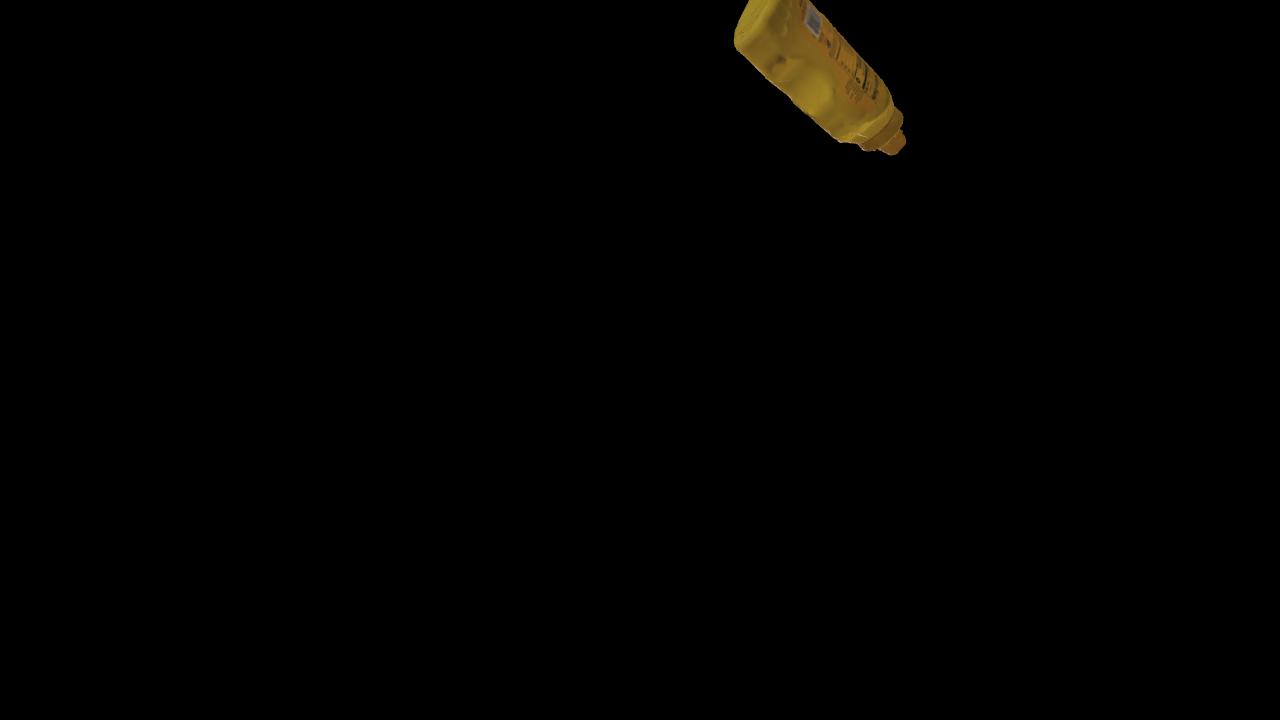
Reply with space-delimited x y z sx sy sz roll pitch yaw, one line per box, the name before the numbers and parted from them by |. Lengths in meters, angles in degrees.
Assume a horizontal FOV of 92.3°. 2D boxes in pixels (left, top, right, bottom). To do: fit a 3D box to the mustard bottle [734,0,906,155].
mustard bottle | 0.164 -0.237 0.523 0.184 0.092 0.054 32 -40 -23
